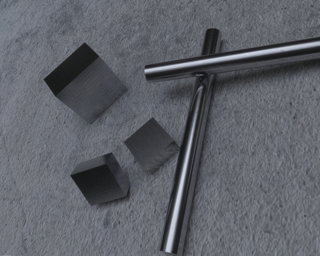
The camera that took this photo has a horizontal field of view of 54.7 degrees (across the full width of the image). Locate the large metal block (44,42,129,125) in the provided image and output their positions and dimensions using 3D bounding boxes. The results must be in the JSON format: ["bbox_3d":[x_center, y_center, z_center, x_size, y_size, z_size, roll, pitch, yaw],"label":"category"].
[{"bbox_3d":[-0.108,-0.065,0.463,0.080,0.080,0.050,-43,51,-2],"label":"large metal block"}]

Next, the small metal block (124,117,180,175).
[{"bbox_3d":[-0.010,0.022,0.394,0.050,0.025,0.050,-41,51,-1],"label":"small metal block"}]

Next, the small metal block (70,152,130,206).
[{"bbox_3d":[-0.072,0.064,0.382,0.050,0.050,0.025,-19,23,16],"label":"small metal block"}]

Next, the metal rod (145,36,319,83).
[{"bbox_3d":[0.128,-0.086,0.367,0.301,0.025,0.025,-6,59,17],"label":"metal rod"}]

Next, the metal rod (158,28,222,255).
[{"bbox_3d":[0.044,-0.003,0.381,0.025,0.025,0.300,0,61,28],"label":"metal rod"}]
